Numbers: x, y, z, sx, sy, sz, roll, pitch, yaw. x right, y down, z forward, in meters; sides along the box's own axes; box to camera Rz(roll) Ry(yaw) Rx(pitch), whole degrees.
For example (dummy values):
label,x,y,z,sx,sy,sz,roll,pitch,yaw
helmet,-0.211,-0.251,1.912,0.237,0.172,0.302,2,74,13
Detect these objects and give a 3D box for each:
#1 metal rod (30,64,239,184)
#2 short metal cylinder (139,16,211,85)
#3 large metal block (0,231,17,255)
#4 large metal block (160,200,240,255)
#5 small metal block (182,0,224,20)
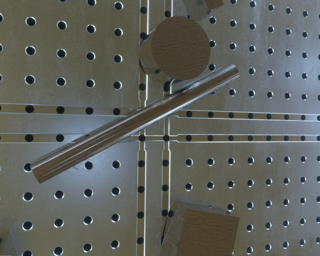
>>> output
label,x,y,z,sx,sy,sz,roll,pitch,yaw
metal rod,-0.019,-0.014,0.406,0.302,0.025,0.025,-28,100,-18
short metal cylinder,0.019,-0.099,0.407,0.081,0.050,0.079,0,90,-21
large metal block,-0.192,0.155,0.313,0.081,0.080,0.050,-16,96,-20
large metal block,0.053,0.149,0.420,0.081,0.050,0.080,14,85,-20
small metal block,0.054,-0.178,0.420,0.025,0.050,0.050,-27,99,-18
